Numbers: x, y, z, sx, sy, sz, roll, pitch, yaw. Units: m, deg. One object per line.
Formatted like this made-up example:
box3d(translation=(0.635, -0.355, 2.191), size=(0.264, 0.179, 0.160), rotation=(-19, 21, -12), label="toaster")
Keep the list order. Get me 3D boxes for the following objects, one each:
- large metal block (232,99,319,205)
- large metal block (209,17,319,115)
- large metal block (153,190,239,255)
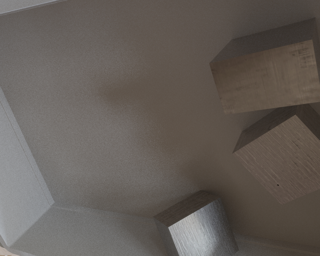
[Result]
box3d(translation=(0.140, 0.024, 0.334), size=(0.080, 0.050, 0.080), rotation=(46, 129, -4), label="large metal block")
box3d(translation=(0.101, -0.057, 0.284), size=(0.080, 0.080, 0.050), rotation=(-7, 115, 31), label="large metal block")
box3d(translation=(0.048, 0.142, 0.418), size=(0.050, 0.081, 0.080), rotation=(-1, 111, 67), label="large metal block")
